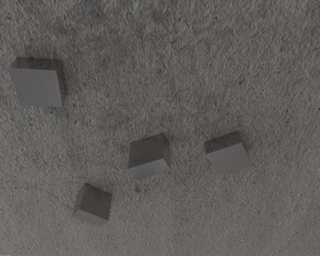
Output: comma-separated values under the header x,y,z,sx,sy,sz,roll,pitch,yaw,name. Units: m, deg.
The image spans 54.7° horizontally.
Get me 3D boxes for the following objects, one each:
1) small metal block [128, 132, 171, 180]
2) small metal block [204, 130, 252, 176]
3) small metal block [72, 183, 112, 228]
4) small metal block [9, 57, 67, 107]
x,y,z,sx,sy,sz,roll,pitch,yaw,name
-0.014,0.038,0.423,0.050,0.050,0.025,-18,128,14,small metal block
0.096,0.036,0.439,0.050,0.025,0.050,-21,127,16,small metal block
-0.107,0.123,0.495,0.050,0.050,0.025,30,124,-23,small metal block
-0.139,-0.053,0.361,0.050,0.025,0.050,3,130,-3,small metal block
